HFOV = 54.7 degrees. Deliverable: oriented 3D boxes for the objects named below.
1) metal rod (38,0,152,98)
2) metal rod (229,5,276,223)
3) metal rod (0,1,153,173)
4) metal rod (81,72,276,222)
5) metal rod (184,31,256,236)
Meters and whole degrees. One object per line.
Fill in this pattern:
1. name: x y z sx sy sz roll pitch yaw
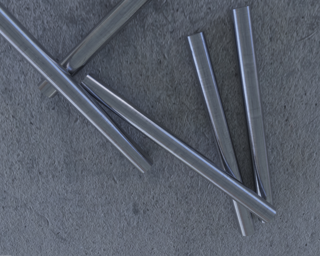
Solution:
1. metal rod: -0.033 -0.142 0.356 0.300 0.025 0.025 -41 105 13
2. metal rod: 0.125 -0.003 0.409 0.025 0.025 0.298 -12 110 4
3. metal rod: -0.109 -0.049 0.365 0.025 0.025 0.300 -36 116 12
4. metal rod: 0.027 0.029 0.403 0.301 0.025 0.025 36 106 -6
5. metal rod: 0.086 0.021 0.418 0.025 0.025 0.298 -17 109 6
